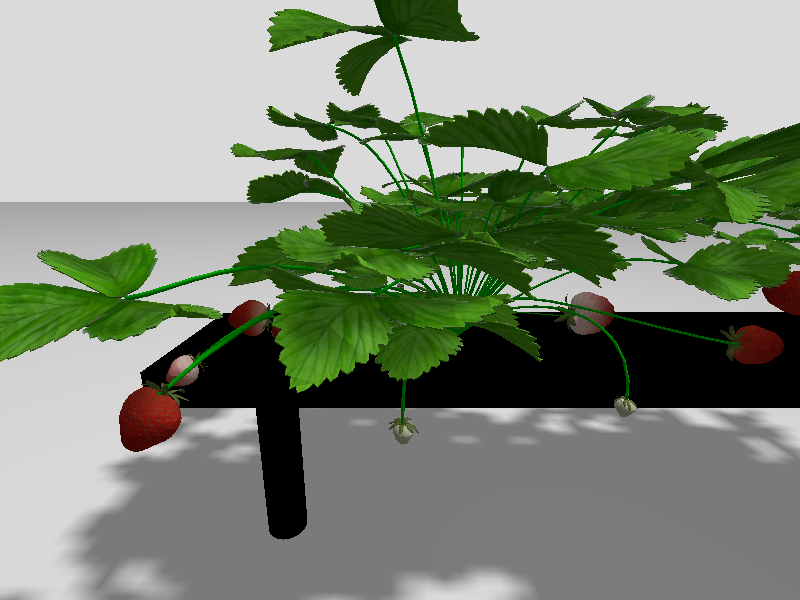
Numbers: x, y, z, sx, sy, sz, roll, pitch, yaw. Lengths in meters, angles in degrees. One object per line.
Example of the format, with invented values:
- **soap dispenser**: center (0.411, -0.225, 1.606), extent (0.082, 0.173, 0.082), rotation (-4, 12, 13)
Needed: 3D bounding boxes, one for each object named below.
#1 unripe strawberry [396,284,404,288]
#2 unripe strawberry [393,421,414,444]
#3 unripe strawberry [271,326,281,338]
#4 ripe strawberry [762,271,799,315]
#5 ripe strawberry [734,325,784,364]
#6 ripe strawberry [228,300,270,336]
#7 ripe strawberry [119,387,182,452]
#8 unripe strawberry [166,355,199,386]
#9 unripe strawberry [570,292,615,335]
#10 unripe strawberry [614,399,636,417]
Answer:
- **unripe strawberry**: center (0.000, -0.016, 0.531), extent (0.010, 0.011, 0.011), rotation (-5, -2, -18)
- **unripe strawberry**: center (0.002, 0.070, 0.210), extent (0.011, 0.012, 0.012), rotation (5, 16, 17)
- **unripe strawberry**: center (-0.091, 0.026, 0.339), extent (0.034, 0.034, 0.032), rotation (-4, 16, -11)
- **ripe strawberry**: center (0.427, -0.008, 0.435), extent (0.050, 0.050, 0.047), rotation (13, 21, 41)
- **ripe strawberry**: center (0.272, 0.035, 0.304), extent (0.030, 0.031, 0.028), rotation (5, 17, 16)
- **ripe strawberry**: center (-0.141, 0.016, 0.370), extent (0.036, 0.034, 0.033), rotation (0, 16, 1)
- **ripe strawberry**: center (-0.133, 0.063, 0.211), extent (0.032, 0.032, 0.027), rotation (17, -14, 47)
- **unripe strawberry**: center (-0.150, 0.049, 0.275), extent (0.022, 0.019, 0.022), rotation (-37, 27, -13)
- **unripe strawberry**: center (0.175, 0.012, 0.366), extent (0.039, 0.041, 0.036), rotation (1, 16, 0)
- **unripe strawberry**: center (0.131, 0.063, 0.233), extent (0.010, 0.011, 0.011), rotation (-8, 18, -27)
